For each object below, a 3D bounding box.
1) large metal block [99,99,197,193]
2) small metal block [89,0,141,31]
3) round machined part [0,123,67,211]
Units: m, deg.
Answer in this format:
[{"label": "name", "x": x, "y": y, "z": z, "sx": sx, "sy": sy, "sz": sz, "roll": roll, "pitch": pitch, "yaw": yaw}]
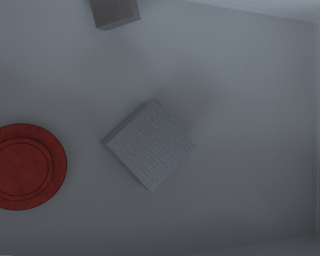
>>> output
[{"label": "large metal block", "x": -0.016, "y": 0.021, "z": 0.392, "sx": 0.080, "sy": 0.050, "sz": 0.080, "roll": -44, "pitch": 104, "yaw": -15}, {"label": "small metal block", "x": -0.056, "y": -0.152, "z": 0.377, "sx": 0.050, "sy": 0.025, "sz": 0.050, "roll": -12, "pitch": 96, "yaw": 17}, {"label": "round machined part", "x": -0.155, "y": 0.043, "z": 0.345, "sx": 0.099, "sy": 0.042, "sz": 0.097, "roll": 0, "pitch": 90, "yaw": -21}]
